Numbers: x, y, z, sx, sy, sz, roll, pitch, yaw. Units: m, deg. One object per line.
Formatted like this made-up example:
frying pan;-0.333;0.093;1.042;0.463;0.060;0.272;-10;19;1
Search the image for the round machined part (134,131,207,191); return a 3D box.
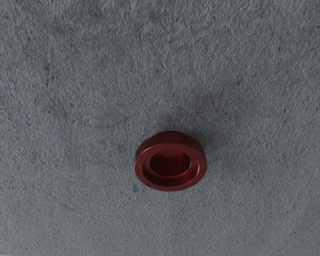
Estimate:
round machined part;0.014;0.042;0.434;0.099;0.042;0.097;-1;130;0
